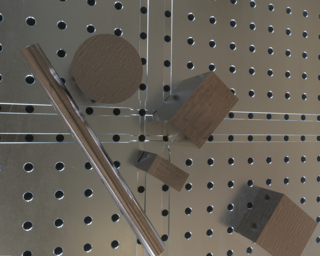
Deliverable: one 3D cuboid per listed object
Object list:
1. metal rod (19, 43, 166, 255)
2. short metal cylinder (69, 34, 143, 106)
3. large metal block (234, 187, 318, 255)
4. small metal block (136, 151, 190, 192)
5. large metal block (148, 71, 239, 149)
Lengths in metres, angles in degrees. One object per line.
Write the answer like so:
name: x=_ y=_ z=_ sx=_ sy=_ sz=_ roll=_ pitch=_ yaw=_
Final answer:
metal rod: x=-0.077 y=0.036 z=0.384 sx=0.025 sy=0.025 sz=0.299 roll=-33 pitch=101 yaw=-17
short metal cylinder: x=-0.067 y=-0.067 z=0.375 sx=0.081 sy=0.050 sz=0.079 roll=0 pitch=90 yaw=-20
large metal block: x=0.175 y=0.150 z=0.466 sx=0.080 sy=0.050 sz=0.080 roll=40 pitch=77 yaw=-16
small metal block: x=0.002 y=0.055 z=0.401 sx=0.050 sy=0.050 sz=0.025 roll=34 pitch=79 yaw=-17
large metal block: x=0.040 y=-0.022 z=0.399 sx=0.050 sy=0.080 sz=0.080 roll=44 pitch=76 yaw=-15
